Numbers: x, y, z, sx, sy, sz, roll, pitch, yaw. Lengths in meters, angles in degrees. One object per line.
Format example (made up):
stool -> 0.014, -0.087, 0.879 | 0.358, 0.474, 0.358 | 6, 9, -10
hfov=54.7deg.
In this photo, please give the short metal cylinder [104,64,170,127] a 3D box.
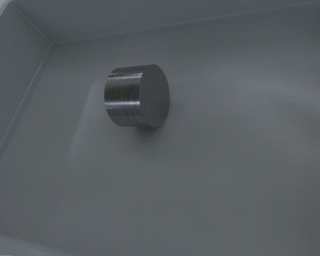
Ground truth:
short metal cylinder -> -0.028, -0.041, 0.406 | 0.050, 0.080, 0.080 | 0, 62, 28
